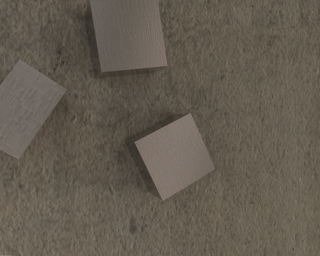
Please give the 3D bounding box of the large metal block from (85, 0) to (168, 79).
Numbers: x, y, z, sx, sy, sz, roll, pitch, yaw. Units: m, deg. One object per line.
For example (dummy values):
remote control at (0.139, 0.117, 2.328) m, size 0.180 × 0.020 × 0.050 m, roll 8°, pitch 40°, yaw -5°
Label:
large metal block at (-0.043, -0.108, 0.381) m, size 0.081 × 0.050 × 0.079 m, roll -10°, pitch 94°, yaw -20°

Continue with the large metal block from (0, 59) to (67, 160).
large metal block at (-0.145, -0.018, 0.326) m, size 0.050 × 0.080 × 0.080 m, roll 34°, pitch 79°, yaw -17°

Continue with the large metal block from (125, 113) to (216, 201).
large metal block at (0.012, 0.034, 0.401) m, size 0.081 × 0.050 × 0.080 m, roll -28°, pitch 100°, yaw -18°
